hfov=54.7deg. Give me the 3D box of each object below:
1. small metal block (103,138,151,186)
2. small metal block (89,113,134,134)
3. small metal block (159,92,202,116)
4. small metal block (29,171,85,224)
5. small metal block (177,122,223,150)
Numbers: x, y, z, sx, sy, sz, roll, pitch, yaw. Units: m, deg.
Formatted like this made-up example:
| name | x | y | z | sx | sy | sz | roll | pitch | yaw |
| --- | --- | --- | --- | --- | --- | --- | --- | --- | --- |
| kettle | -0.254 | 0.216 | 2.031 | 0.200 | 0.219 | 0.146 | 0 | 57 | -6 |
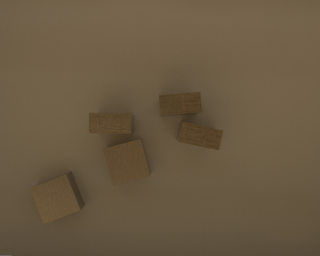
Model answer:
| name | x | y | z | sx | sy | sz | roll | pitch | yaw |
| --- | --- | --- | --- | --- | --- | --- | --- | --- | --- |
| small metal block | -0.043 | 0.044 | 0.411 | 0.050 | 0.025 | 0.050 | -15 | 90 | -1 |
| small metal block | -0.060 | -0.006 | 0.398 | 0.050 | 0.050 | 0.025 | 0 | 90 | -1 |
| small metal block | 0.025 | -0.029 | 0.399 | 0.050 | 0.050 | 0.025 | -5 | 90 | -1 |
| small metal block | -0.135 | 0.091 | 0.410 | 0.050 | 0.025 | 0.050 | -22 | 90 | -1 |
| small metal block | 0.049 | 0.010 | 0.400 | 0.050 | 0.050 | 0.025 | 12 | 90 | -1 |
